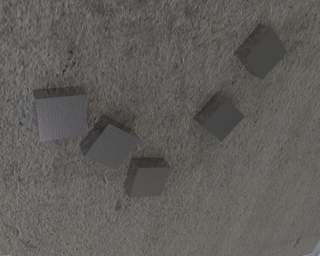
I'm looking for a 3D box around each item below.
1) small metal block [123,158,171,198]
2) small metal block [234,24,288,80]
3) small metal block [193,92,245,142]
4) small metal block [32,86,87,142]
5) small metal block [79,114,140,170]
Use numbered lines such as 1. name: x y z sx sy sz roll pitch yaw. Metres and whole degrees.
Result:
1. small metal block: -0.019 0.070 0.440 0.050 0.025 0.050 3 117 -30
2. small metal block: 0.136 -0.102 0.418 0.050 0.025 0.050 -49 129 6
3. small metal block: 0.085 -0.015 0.444 0.050 0.025 0.050 -49 129 6
4. small metal block: -0.108 -0.016 0.338 0.050 0.025 0.050 -9 122 -24
5. small metal block: -0.062 0.018 0.384 0.050 0.025 0.050 31 101 -38
